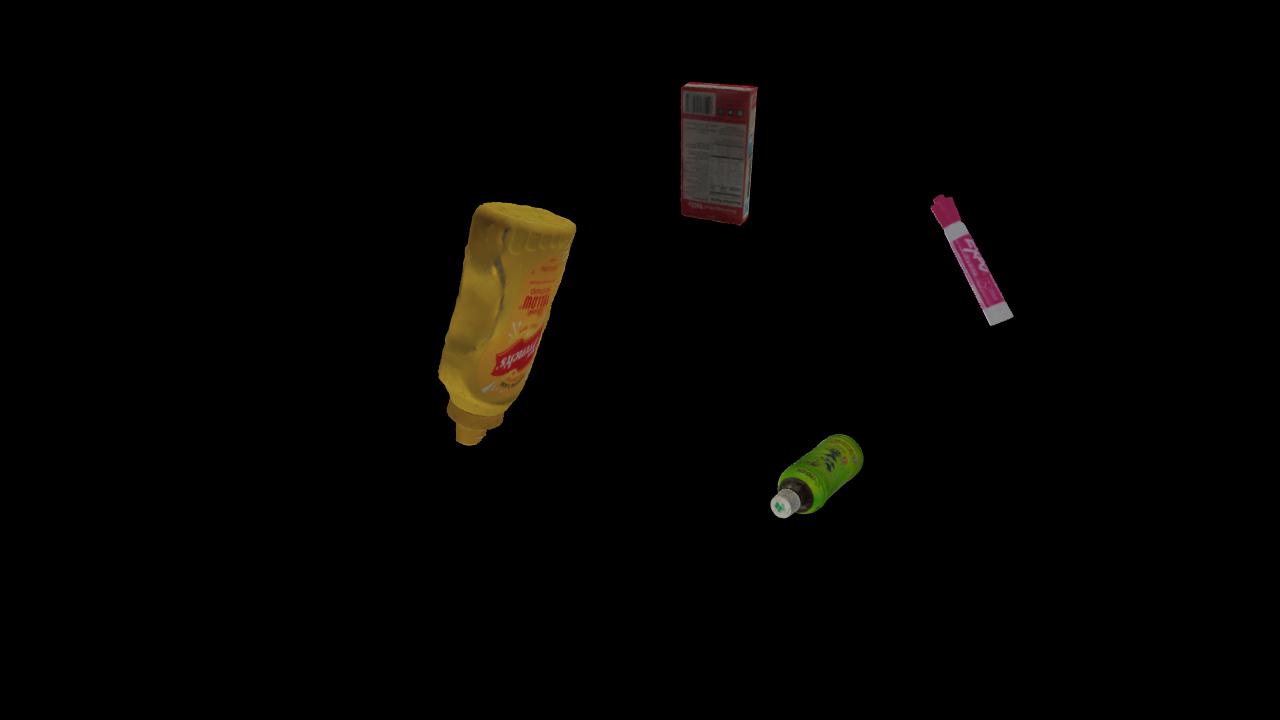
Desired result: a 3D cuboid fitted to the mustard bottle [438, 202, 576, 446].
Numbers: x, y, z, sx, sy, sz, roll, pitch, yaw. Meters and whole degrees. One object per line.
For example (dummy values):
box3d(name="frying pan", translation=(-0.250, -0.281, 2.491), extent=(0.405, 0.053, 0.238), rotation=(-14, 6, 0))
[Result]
box3d(name="mustard bottle", translation=(-0.104, -0.018, 0.446), extent=(0.054, 0.184, 0.092), rotation=(24, 19, 11))

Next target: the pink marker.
box3d(name="pink marker", translation=(0.282, -0.087, 0.527), extent=(0.020, 0.121, 0.020), rotation=(-21, -10, -4))

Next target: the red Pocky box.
box3d(name="red Pocky box", translation=(0.089, -0.239, 0.717), extent=(0.083, 0.155, 0.028), rotation=(15, 41, 21))

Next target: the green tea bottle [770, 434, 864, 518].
box3d(name="green tea bottle", translation=(0.247, 0.168, 0.867), extent=(0.073, 0.073, 0.212), rotation=(0, 13, 38))
